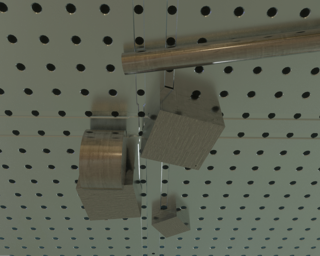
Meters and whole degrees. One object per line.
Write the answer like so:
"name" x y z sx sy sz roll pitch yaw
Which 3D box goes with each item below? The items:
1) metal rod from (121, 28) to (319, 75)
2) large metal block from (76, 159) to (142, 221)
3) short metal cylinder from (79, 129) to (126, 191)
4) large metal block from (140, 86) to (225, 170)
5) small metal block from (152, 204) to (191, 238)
"metal rod" 0.109 -0.088 0.338 0.302 0.025 0.025 -6 130 4
"large metal block" -0.074 0.096 0.476 0.080 0.050 0.080 -5 130 3
"short metal cylinder" -0.073 0.042 0.410 0.050 0.080 0.079 2 130 -2
"large metal block" 0.026 0.002 0.397 0.081 0.050 0.079 14 129 -12
"small metal block" 0.020 0.168 0.555 0.050 0.025 0.050 -25 126 19
